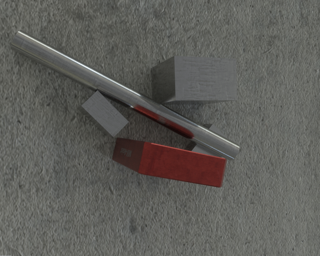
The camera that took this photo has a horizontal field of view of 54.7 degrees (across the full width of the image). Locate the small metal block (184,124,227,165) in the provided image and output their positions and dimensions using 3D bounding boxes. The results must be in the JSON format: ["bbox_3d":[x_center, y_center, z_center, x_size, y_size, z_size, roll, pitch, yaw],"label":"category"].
[{"bbox_3d":[0.071,0.029,0.438,0.050,0.025,0.050,43,76,-15],"label":"small metal block"}]

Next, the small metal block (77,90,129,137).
[{"bbox_3d":[-0.070,-0.016,0.371,0.050,0.050,0.025,46,76,-15],"label":"small metal block"}]

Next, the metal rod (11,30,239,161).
[{"bbox_3d":[-0.031,-0.034,0.385,0.301,0.025,0.025,27,81,-13],"label":"metal rod"}]

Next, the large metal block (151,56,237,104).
[{"bbox_3d":[0.041,-0.057,0.396,0.081,0.080,0.050,-2,91,-20],"label":"large metal block"}]

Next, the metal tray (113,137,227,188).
[{"bbox_3d":[0.004,0.036,0.357,0.091,0.130,0.030,13,86,-20],"label":"metal tray"}]
